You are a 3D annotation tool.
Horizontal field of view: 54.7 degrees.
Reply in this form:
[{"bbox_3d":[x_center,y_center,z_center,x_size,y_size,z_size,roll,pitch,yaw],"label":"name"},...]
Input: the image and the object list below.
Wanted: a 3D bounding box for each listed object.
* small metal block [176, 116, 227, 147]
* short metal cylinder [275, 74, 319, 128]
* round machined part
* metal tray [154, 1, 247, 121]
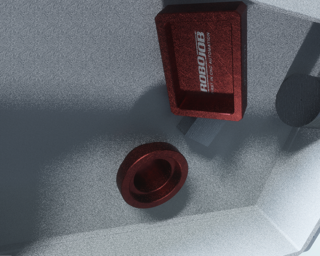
[{"bbox_3d":[0.060,-0.007,0.439,0.050,0.025,0.050,26,104,-37],"label":"small metal block"},{"bbox_3d":[0.228,-0.040,0.476,0.050,0.080,0.079,4,116,-31],"label":"short metal cylinder"},{"bbox_3d":[-0.014,0.060,0.429,0.099,0.042,0.097,-14,125,-21],"label":"round machined part"},{"bbox_3d":[0.051,-0.072,0.353,0.030,0.090,0.129,-58,146,-45],"label":"metal tray"}]
